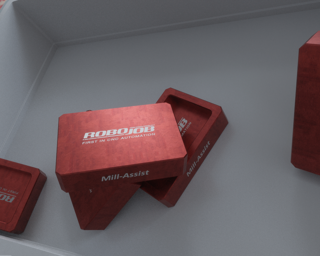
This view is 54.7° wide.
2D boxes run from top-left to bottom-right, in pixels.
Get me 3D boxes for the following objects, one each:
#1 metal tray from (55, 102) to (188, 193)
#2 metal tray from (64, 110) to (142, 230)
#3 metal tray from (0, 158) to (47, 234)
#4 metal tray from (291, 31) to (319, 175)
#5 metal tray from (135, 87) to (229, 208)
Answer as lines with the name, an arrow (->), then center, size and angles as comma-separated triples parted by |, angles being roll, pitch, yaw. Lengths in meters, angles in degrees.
metal tray -> -0.044, 0.017, 0.343 | 0.131, 0.030, 0.090 | -7, 44, -9
metal tray -> -0.082, 0.050, 0.394 | 0.090, 0.030, 0.130 | -52, 47, 19
metal tray -> -0.242, 0.088, 0.441 | 0.131, 0.030, 0.090 | 14, 66, 6
metal tray -> 0.163, -0.010, 0.257 | 0.090, 0.129, 0.030 | 18, 45, 37
metal tray -> 0.012, 0.019, 0.384 | 0.090, 0.030, 0.130 | 26, 76, 37
